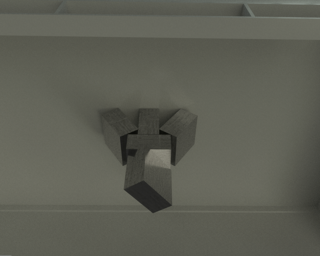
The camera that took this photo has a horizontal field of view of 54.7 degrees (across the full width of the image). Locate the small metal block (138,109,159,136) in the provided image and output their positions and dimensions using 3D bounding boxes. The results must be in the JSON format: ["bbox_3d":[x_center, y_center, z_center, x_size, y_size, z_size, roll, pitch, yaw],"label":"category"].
[{"bbox_3d":[-0.014,0.010,0.398,0.025,0.050,0.050,1,130,-1],"label":"small metal block"}]

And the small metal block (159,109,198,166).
[{"bbox_3d":[0.023,0.012,0.398,0.025,0.050,0.050,24,135,25],"label":"small metal block"}]

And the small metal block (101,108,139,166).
[{"bbox_3d":[-0.050,0.011,0.395,0.025,0.050,0.050,-23,136,-25],"label":"small metal block"}]

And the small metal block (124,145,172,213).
[{"bbox_3d":[-0.012,0.056,0.338,0.025,0.050,0.050,-28,125,22],"label":"small metal block"}]

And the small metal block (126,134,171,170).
[{"bbox_3d":[-0.013,0.035,0.369,0.050,0.025,0.050,0,130,-1],"label":"small metal block"}]
